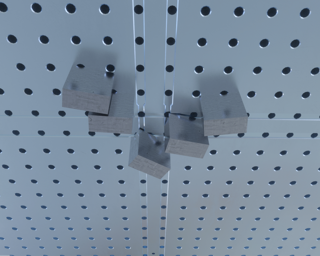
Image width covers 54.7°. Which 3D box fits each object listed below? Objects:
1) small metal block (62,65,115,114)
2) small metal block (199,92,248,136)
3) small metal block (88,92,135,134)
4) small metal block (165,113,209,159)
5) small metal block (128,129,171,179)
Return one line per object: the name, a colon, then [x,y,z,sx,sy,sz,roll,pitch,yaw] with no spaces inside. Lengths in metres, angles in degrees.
small metal block: [-0.081,-0.045,0.356,0.050,0.050,0.025,9,129,-8]
small metal block: [0.077,-0.018,0.382,0.050,0.050,0.025,-5,130,4]
small metal block: [-0.057,-0.020,0.378,0.050,0.050,0.025,4,130,-4]
small metal block: [0.033,0.010,0.404,0.050,0.050,0.025,10,129,-9]
small metal block: [-0.014,0.036,0.426,0.050,0.050,0.025,26,125,-21]
